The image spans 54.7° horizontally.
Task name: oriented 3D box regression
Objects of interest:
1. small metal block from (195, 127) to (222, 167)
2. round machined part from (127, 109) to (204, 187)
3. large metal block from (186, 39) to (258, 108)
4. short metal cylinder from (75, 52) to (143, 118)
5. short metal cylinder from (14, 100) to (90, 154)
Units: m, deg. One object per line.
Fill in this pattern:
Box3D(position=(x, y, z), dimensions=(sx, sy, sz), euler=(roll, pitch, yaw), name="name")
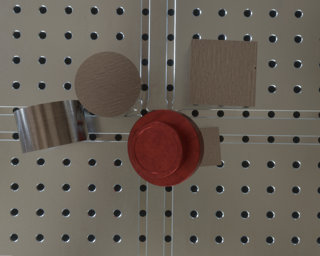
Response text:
Box3D(position=(0.053, 0.025, 0.414), dimensions=(0.050, 0.025, 0.050), euler=(-4, 90, 0), name="small metal block")
Box3D(position=(0.002, 0.025, 0.388), dimensions=(0.098, 0.042, 0.097), euler=(1, 92, 21), name="round machined part")
Box3D(position=(0.077, -0.067, 0.401), dimensions=(0.081, 0.050, 0.079), euler=(2, 90, 0), name="large metal block")
Box3D(position=(-0.063, -0.053, 0.400), dimensions=(0.081, 0.050, 0.079), euler=(0, 90, 0), name="short metal cylinder")
Box3D(position=(-0.133, -0.002, 0.385), dimensions=(0.080, 0.080, 0.050), euler=(-12, 90, 0), name="short metal cylinder")
